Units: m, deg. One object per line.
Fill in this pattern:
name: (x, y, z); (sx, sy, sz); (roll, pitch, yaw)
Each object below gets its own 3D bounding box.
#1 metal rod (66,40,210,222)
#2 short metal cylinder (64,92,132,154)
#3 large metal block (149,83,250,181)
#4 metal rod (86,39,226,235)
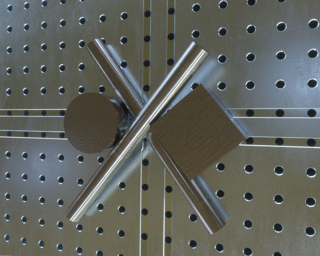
metal rod: (-0.040, 0.018, 0.400); (0.025, 0.025, 0.299); (44, 112, 14)
short metal cylinder: (-0.082, -0.007, 0.424); (0.080, 0.050, 0.079); (0, 90, 20)
large metal block: (0.049, 0.005, 0.377); (0.080, 0.050, 0.080); (-40, 78, 15)
metal rod: (-0.011, 0.003, 0.412); (0.025, 0.025, 0.299); (-37, 78, 16)
